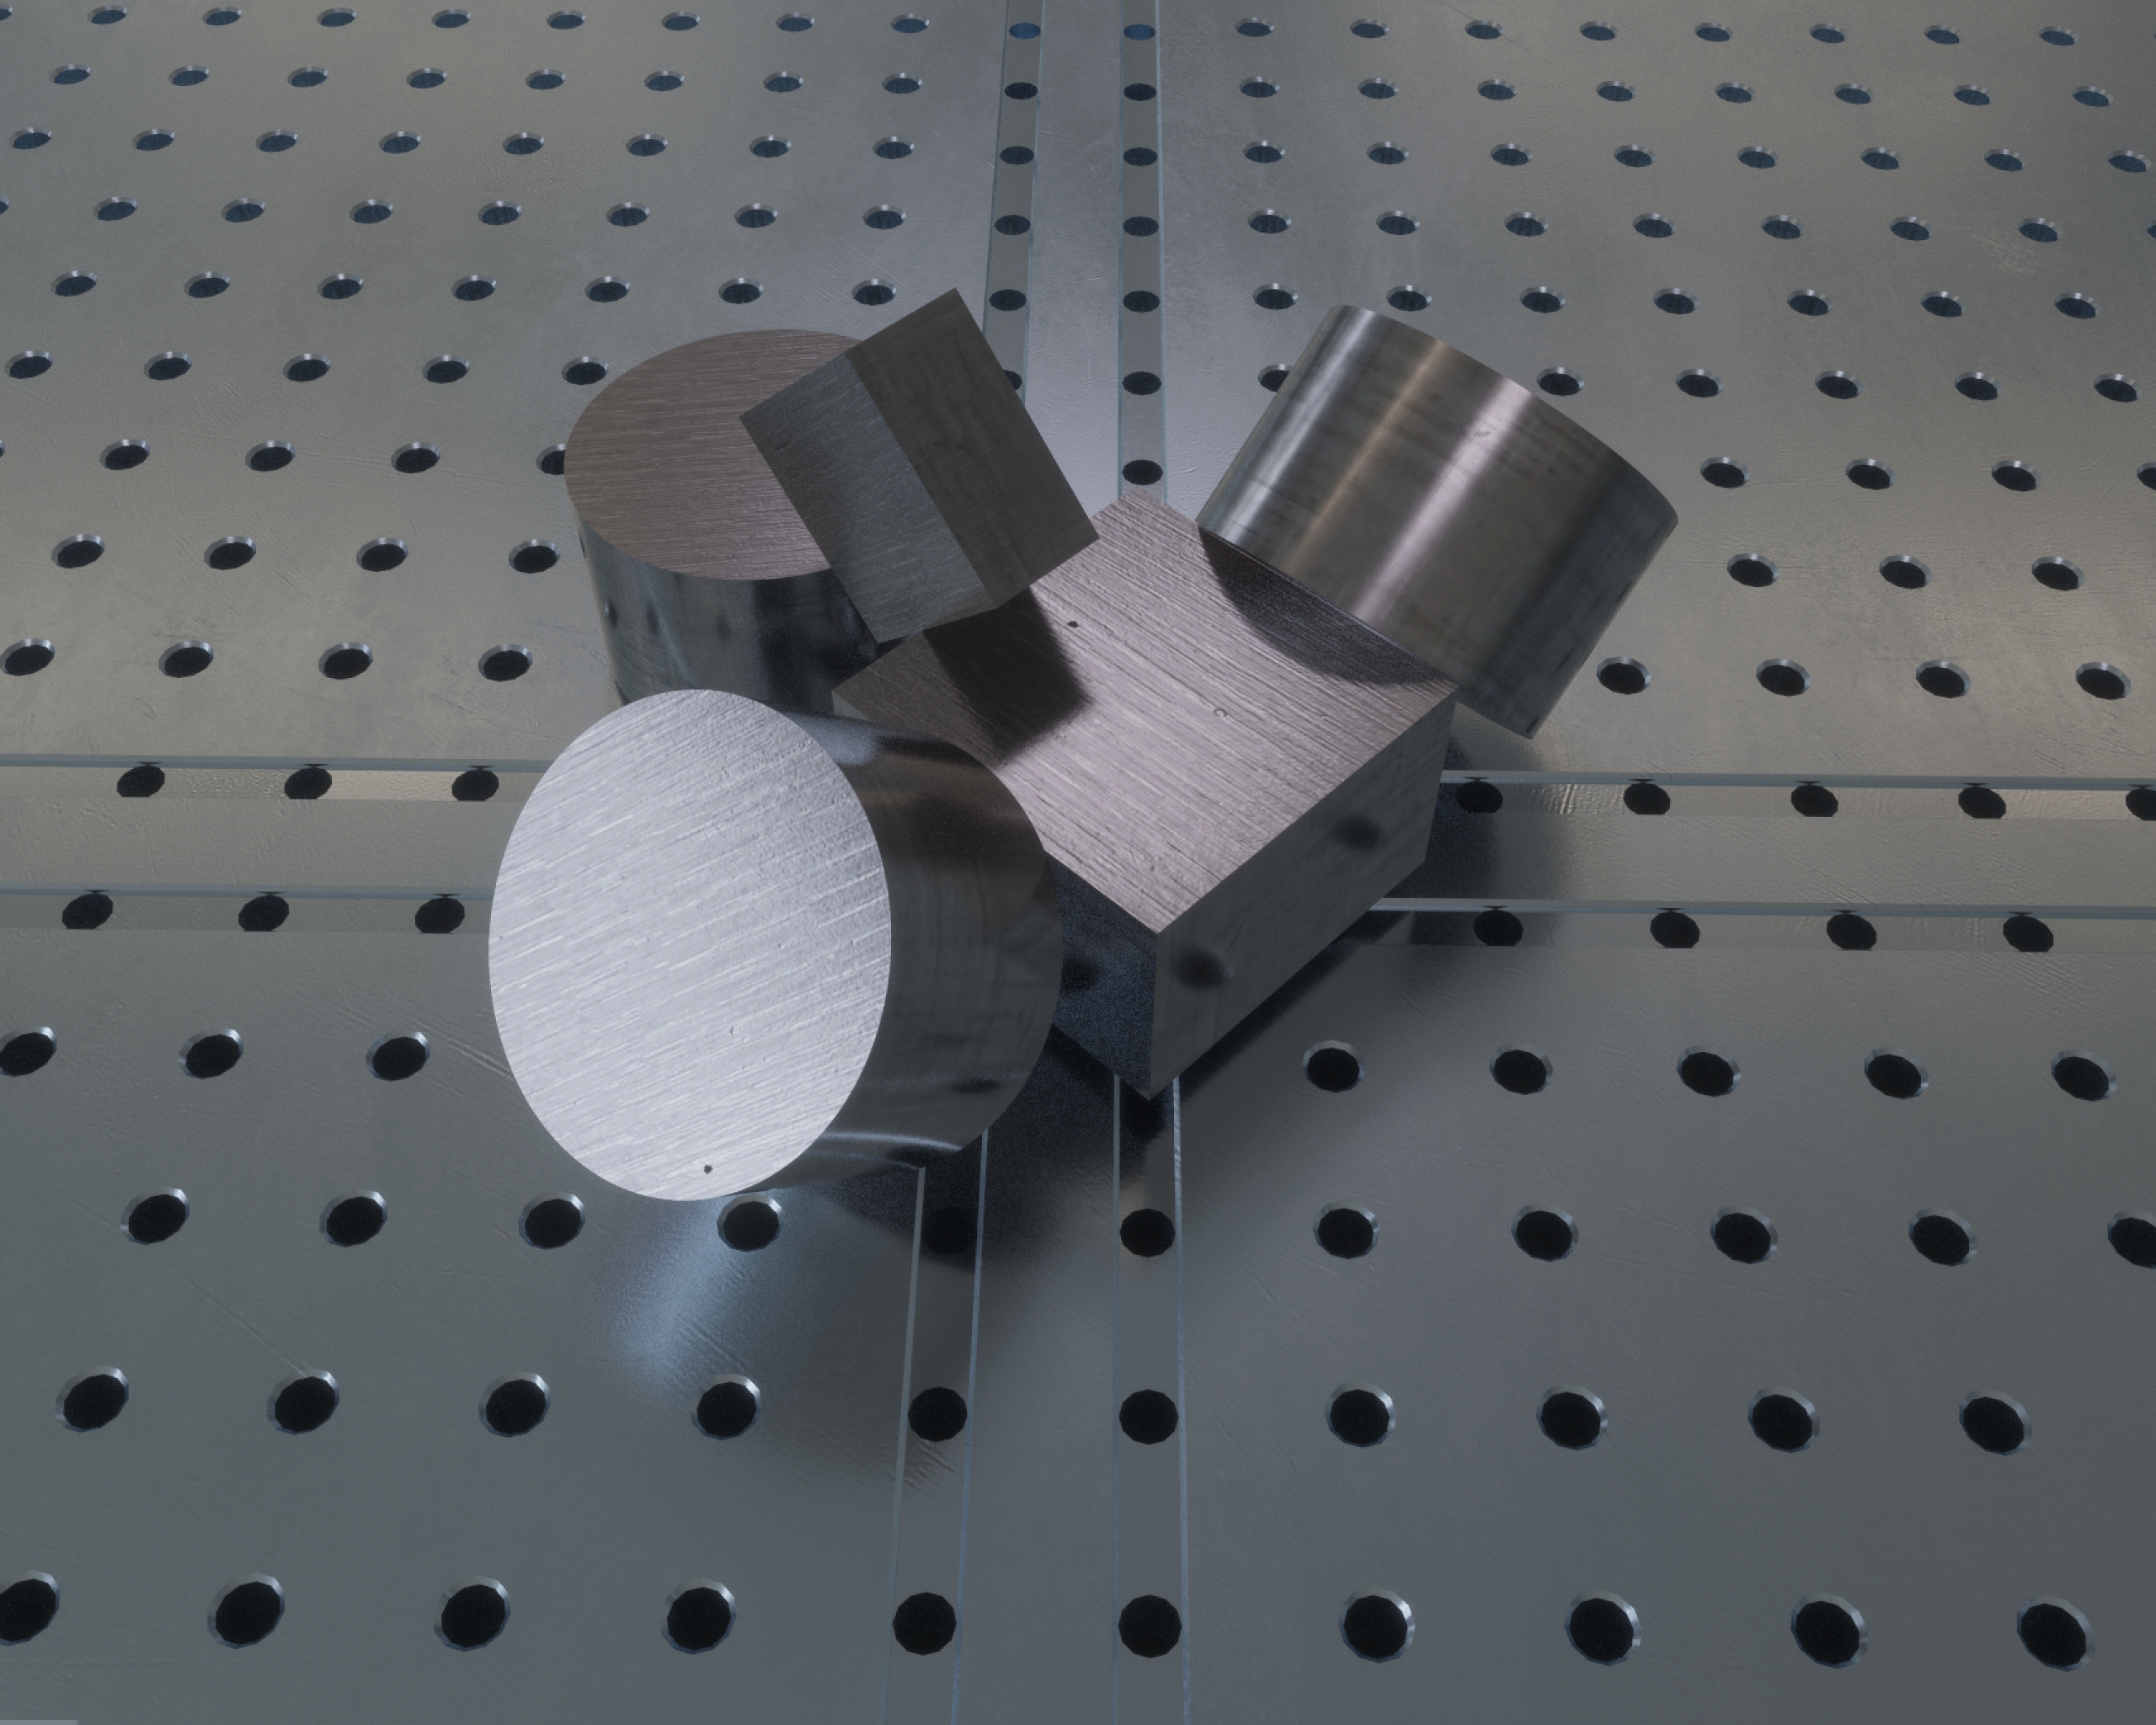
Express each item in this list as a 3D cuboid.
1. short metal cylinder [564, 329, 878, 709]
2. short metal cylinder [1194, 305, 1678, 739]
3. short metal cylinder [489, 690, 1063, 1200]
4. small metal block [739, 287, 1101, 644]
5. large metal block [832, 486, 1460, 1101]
[{"bbox_3d":[-0.064,-0.069,0.444,0.081,0.050,0.080,0,50,0],"label":"short metal cylinder"},{"bbox_3d":[0.070,-0.067,0.415,0.080,0.080,0.050,36,97,26],"label":"short metal cylinder"},{"bbox_3d":[-0.050,0.014,0.347,0.080,0.050,0.080,-2,85,29],"label":"short metal cylinder"},{"bbox_3d":[-0.030,-0.071,0.382,0.025,0.050,0.050,-38,16,-25],"label":"small metal block"},{"bbox_3d":[0.012,-0.016,0.397,0.080,0.050,0.080,37,59,26],"label":"large metal block"}]
